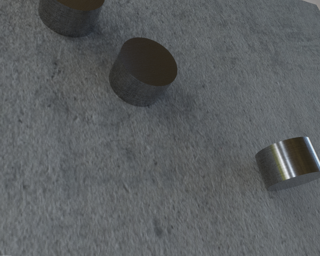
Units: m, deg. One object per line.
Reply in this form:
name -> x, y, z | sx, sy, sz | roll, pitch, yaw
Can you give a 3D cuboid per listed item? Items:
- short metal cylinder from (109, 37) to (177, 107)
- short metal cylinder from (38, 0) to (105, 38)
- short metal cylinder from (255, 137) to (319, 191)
short metal cylinder -> -0.023, -0.076, 0.423 | 0.081, 0.050, 0.080 | 14, 56, -21
short metal cylinder -> -0.123, -0.173, 0.428 | 0.081, 0.050, 0.080 | 14, 56, -21
short metal cylinder -> 0.182, 0.052, 0.437 | 0.081, 0.080, 0.050 | 1, 61, -28
